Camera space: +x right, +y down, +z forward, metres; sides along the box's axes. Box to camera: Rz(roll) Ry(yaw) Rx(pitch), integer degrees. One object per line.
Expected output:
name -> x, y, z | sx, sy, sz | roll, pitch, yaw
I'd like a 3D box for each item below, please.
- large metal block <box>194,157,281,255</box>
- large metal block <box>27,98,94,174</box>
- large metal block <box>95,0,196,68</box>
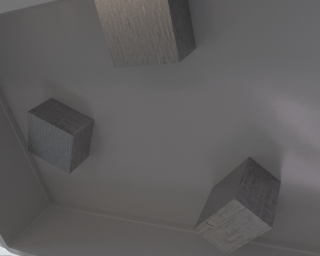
large metal block -> 0.096, 0.095, 0.381 | 0.050, 0.080, 0.080 | 39, 129, 2
large metal block -> -0.155, 0.012, 0.482 | 0.080, 0.050, 0.079 | 26, 128, 11
large metal block -> -0.014, -0.113, 0.330 | 0.080, 0.050, 0.080 | 1, 119, 28
